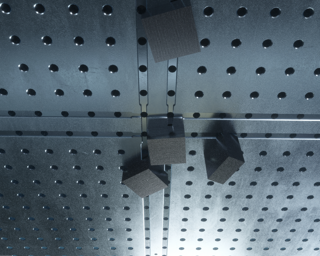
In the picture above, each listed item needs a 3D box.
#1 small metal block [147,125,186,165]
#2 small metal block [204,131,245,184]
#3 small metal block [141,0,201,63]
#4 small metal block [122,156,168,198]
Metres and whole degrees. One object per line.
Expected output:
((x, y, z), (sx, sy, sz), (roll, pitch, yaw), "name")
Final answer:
((0.010, 0.024, 0.432), (0.050, 0.025, 0.050), (-4, 130, 3), "small metal block")
((0.087, 0.041, 0.431), (0.025, 0.050, 0.050), (21, 127, -17), "small metal block")
((0.012, -0.102, 0.325), (0.050, 0.025, 0.050), (-12, 129, 10), "small metal block")
((-0.022, 0.077, 0.477), (0.050, 0.025, 0.050), (-28, 125, 22), "small metal block")
